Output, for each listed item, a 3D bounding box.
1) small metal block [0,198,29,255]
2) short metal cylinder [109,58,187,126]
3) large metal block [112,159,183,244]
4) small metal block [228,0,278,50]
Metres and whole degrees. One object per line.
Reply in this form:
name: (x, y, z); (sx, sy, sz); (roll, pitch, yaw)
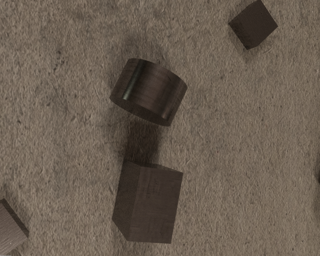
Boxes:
small metal block: (-0.183, 0.115, 0.342); (0.050, 0.025, 0.050); (-34, 101, -17)
short metal cylinder: (-0.014, -0.041, 0.376); (0.080, 0.080, 0.050); (27, 81, -18)
large metal block: (-0.018, 0.084, 0.374); (0.050, 0.080, 0.080); (12, 86, -20)
small metal block: (0.139, -0.154, 0.462); (0.050, 0.025, 0.050); (-44, 104, -15)
